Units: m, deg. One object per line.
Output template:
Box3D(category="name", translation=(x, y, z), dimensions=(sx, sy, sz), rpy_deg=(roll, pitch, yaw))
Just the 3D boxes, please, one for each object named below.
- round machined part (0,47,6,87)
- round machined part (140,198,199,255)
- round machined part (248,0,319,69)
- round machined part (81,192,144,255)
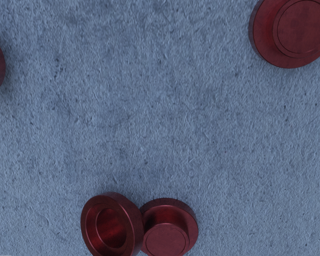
Box3D(category="round machined part", translation=(-0.233, -0.080, 0.369), dimensions=(0.099, 0.042, 0.097), rpy_deg=(0, 110, 0))
Box3D(category="round machined part", translation=(0.008, 0.156, 0.458), dimensions=(0.099, 0.042, 0.097), rpy_deg=(0, 110, 0))
Box3D(category="round machined part", translation=(0.157, -0.117, 0.359), dimensions=(0.099, 0.042, 0.097), rpy_deg=(0, 110, 0))
Box3D(category="round machined part", translation=(-0.062, 0.137, 0.434), dimensions=(0.098, 0.042, 0.097), rpy_deg=(3, 96, 33))
